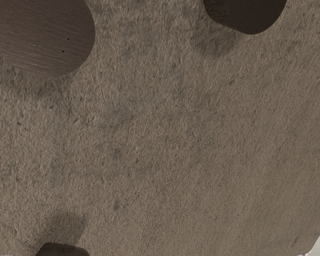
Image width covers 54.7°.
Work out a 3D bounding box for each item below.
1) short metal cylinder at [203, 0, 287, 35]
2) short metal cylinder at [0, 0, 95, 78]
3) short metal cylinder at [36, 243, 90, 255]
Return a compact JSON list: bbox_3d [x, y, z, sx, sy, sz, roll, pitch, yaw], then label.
[{"bbox_3d":[0.097,-0.152,0.351,0.081,0.050,0.079,-14,125,-21],"label":"short metal cylinder"},{"bbox_3d":[-0.104,-0.092,0.278,0.081,0.050,0.079,-14,125,-21],"label":"short metal cylinder"},{"bbox_3d":[-0.138,0.203,0.423,0.050,0.080,0.080,28,103,-38],"label":"short metal cylinder"}]
